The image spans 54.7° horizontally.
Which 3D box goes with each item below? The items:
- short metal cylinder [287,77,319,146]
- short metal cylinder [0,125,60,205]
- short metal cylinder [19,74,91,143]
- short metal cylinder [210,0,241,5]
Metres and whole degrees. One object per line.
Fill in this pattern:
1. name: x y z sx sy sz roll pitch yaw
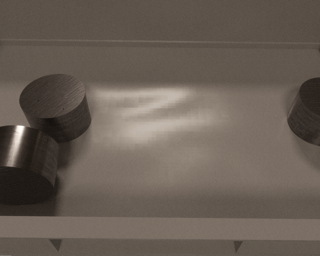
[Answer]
1. short metal cylinder: 0.218 -0.022 0.410 0.081 0.050 0.080 0 50 0
2. short metal cylinder: -0.153 0.042 0.332 0.081 0.080 0.050 -3 50 -3
3. short metal cylinder: -0.135 -0.026 0.409 0.081 0.050 0.080 0 50 0
4. short metal cylinder: 0.131 -0.291 0.619 0.050 0.080 0.080 -8 51 -7
